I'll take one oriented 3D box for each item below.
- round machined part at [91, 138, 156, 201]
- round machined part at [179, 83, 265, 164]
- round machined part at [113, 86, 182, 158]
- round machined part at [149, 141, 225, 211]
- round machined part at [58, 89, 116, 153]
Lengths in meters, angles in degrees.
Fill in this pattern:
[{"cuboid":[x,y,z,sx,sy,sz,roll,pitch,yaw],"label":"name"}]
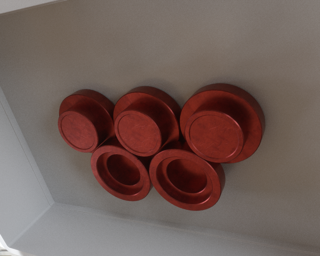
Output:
[{"cuboid":[-0.049,0.056,0.456,0.098,0.042,0.097,13,124,21],"label":"round machined part"},{"cuboid":[0.068,0.001,0.359,0.098,0.042,0.097,13,123,21],"label":"round machined part"},{"cuboid":[-0.020,-0.002,0.404,0.098,0.042,0.097,13,123,21],"label":"round machined part"},{"cuboid":[0.039,0.059,0.411,0.098,0.042,0.097,13,124,21],"label":"round machined part"},{"cuboid":[-0.107,-0.003,0.449,0.098,0.042,0.097,12,123,20],"label":"round machined part"}]
